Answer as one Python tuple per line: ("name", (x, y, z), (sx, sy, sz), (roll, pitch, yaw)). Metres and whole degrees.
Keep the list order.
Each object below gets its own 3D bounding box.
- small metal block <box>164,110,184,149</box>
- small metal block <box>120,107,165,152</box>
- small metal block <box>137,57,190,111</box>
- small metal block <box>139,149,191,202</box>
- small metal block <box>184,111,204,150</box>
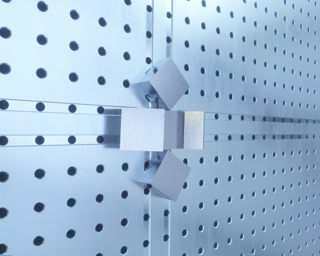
("small metal block", (0.007, 0.003, 0.413), (0.050, 0.025, 0.050), (2, 88, -40))
("small metal block", (-0.021, 0.002, 0.374), (0.050, 0.025, 0.050), (2, 89, -4))
("small metal block", (0.006, -0.057, 0.413), (0.050, 0.025, 0.050), (-52, 120, -28))
("small metal block", (0.008, 0.063, 0.414), (0.050, 0.025, 0.050), (41, 66, -31))
("small metal block", (0.048, 0.004, 0.431), (0.050, 0.025, 0.050), (11, 80, -80))
